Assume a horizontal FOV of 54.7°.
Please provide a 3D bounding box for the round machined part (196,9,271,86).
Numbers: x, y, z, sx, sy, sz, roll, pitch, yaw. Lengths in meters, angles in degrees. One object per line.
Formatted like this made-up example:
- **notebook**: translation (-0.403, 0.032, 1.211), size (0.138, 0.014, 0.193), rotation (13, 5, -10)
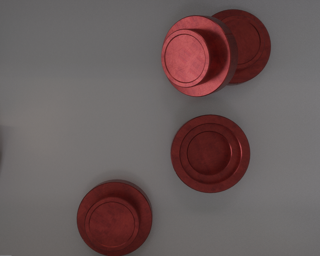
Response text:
- **round machined part**: translation (0.096, -0.106, 0.403), size (0.099, 0.042, 0.097), rotation (0, 90, 0)

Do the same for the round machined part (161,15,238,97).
- **round machined part**: translation (0.041, -0.086, 0.377), size (0.098, 0.042, 0.097), rotation (13, 112, 35)

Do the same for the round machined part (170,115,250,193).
- **round machined part**: translation (0.063, 0.032, 0.403), size (0.099, 0.042, 0.097), rotation (0, 90, 0)

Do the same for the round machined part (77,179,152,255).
- **round machined part**: translation (-0.059, 0.119, 0.402), size (0.099, 0.042, 0.097), rotation (0, 90, 0)
